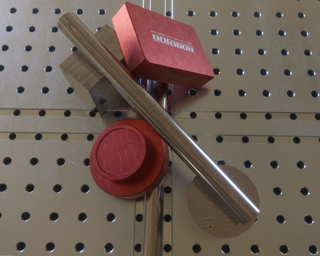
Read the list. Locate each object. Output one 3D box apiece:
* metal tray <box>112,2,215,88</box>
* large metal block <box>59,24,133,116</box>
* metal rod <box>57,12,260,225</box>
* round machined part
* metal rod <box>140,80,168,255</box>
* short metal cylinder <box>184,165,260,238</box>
[{"bbox_3d":[0.008,-0.104,0.405,0.131,0.030,0.090,1,62,-45],"label":"metal tray"},{"bbox_3d":[-0.075,-0.073,0.409,0.050,0.080,0.080,40,75,13],"label":"large metal block"},{"bbox_3d":[-0.007,-0.016,0.342,0.025,0.025,0.300,-42,83,-14],"label":"metal rod"},{"bbox_3d":[-0.041,0.033,0.373,0.098,0.042,0.098,-6,69,16],"label":"round machined part"},{"bbox_3d":[-0.004,0.015,0.406,0.025,0.025,0.299,2,70,0],"label":"metal rod"},{"bbox_3d":[0.070,0.088,0.367,0.081,0.050,0.080,0,70,0],"label":"short metal cylinder"}]
